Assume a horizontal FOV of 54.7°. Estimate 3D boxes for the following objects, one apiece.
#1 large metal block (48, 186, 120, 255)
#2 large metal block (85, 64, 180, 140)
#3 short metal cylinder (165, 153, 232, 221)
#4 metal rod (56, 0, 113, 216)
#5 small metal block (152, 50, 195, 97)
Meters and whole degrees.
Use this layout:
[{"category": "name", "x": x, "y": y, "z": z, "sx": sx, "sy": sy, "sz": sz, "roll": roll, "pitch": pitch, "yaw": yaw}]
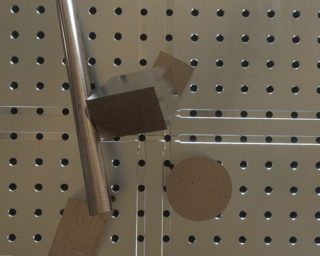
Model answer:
[{"category": "large metal block", "x": -0.092, "y": 0.123, "z": 0.385, "sx": 0.050, "sy": 0.080, "sz": 0.080, "roll": 20, "pitch": 90, "yaw": 0}, {"category": "large metal block", "x": -0.028, "y": -0.033, "z": 0.368, "sx": 0.080, "sy": 0.080, "sz": 0.050, "roll": -9, "pitch": 115, "yaw": 19}, {"category": "short metal cylinder", "x": 0.048, "y": 0.074, "z": 0.402, "sx": 0.081, "sy": 0.050, "sz": 0.079, "roll": 0, "pitch": 90, "yaw": -1}, {"category": "metal rod", "x": -0.096, "y": -0.048, "z": 0.372, "sx": 0.025, "sy": 0.025, "sz": 0.299, "roll": -13, "pitch": 74, "yaw": 0}, {"category": "small metal block", "x": 0.012, "y": -0.067, "z": 0.414, "sx": 0.050, "sy": 0.025, "sz": 0.050, "roll": 27, "pitch": 90, "yaw": -1}]
